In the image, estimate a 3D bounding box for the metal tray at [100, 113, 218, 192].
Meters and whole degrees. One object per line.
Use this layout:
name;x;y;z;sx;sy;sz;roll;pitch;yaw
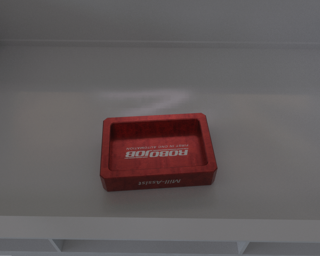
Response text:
metal tray;-0.004;0.027;0.379;0.131;0.030;0.090;-3;50;-3
